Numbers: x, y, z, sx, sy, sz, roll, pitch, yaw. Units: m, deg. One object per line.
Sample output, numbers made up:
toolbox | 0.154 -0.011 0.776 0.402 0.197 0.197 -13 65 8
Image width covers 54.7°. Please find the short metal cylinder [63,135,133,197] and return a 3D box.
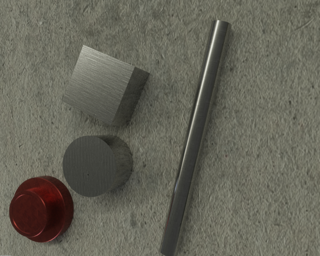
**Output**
short metal cylinder | -0.084 0.049 0.424 0.080 0.050 0.079 0 90 19

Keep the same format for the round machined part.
round machined part | -0.183 0.123 0.463 0.098 0.042 0.097 0 90 19

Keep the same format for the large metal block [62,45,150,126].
large metal block | -0.072 -0.056 0.420 0.080 0.050 0.080 26 98 17

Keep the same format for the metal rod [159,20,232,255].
metal rod | 0.044 0.017 0.392 0.025 0.025 0.298 14 95 19
